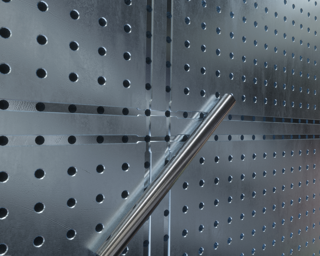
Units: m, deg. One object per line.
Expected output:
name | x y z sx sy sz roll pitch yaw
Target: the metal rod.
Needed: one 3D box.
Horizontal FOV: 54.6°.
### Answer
metal rod | 0.023 0.052 0.427 0.301 0.025 0.025 -48 119 -29
